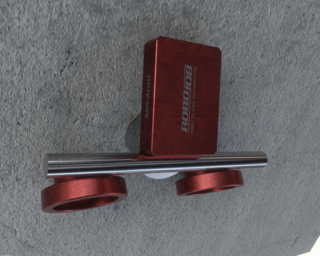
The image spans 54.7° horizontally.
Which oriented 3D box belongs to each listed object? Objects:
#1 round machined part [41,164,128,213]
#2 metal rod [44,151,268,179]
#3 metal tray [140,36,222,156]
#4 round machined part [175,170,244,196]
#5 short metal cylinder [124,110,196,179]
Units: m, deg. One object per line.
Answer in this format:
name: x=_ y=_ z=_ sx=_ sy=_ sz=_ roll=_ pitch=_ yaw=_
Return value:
round machined part: x=-0.091 y=0.070 z=0.371 sx=0.099 sy=0.042 sz=0.098 roll=-11 pitch=160 yaw=-4
metal rod: x=0.018 y=0.042 z=0.382 sx=0.303 sy=0.025 sz=0.025 roll=2 pitch=118 yaw=-30
metal tray: x=0.026 y=-0.034 z=0.365 sx=0.091 sy=0.030 sz=0.129 roll=2 pitch=91 yaw=-30
round machined part: x=0.071 y=0.072 z=0.460 sx=0.099 sy=0.042 sz=0.098 roll=-8 pitch=163 yaw=-2
short metal cylinder: x=0.000 y=0.019 z=0.406 sx=0.081 sy=0.050 sz=0.079 roll=-14 pitch=125 yaw=-21
